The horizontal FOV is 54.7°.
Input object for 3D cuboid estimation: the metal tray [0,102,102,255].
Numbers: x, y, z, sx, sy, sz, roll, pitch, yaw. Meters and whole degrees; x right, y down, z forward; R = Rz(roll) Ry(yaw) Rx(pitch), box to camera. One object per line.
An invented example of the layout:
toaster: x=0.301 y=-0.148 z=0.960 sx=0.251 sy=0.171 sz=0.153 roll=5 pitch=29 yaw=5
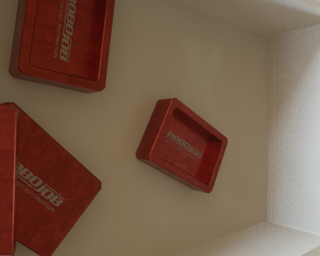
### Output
metal tray: x=-0.130 y=0.050 z=0.296 sx=0.130 sy=0.030 sz=0.090 roll=51 pitch=60 yaw=-28

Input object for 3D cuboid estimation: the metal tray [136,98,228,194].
metal tray: x=0.036 y=0.027 z=0.436 sx=0.130 sy=0.030 sz=0.090 roll=34 pitch=69 yaw=-35

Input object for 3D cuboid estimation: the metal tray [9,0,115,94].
metal tray: x=-0.097 y=-0.108 z=0.322 sx=0.091 sy=0.030 sz=0.129 roll=9 pitch=84 yaw=-40

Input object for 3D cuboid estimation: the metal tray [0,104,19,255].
metal tray: x=-0.162 y=0.045 z=0.243 sx=0.091 sy=0.030 sz=0.129 roll=2 pitch=92 yaw=-20
